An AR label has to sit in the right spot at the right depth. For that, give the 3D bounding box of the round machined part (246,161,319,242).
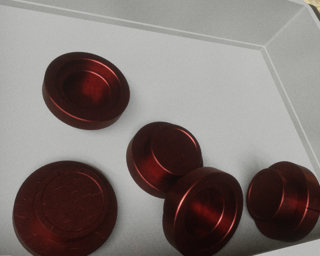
[{"bbox_3d":[0.146,0.088,0.386,0.042,0.097,0.098,19,54,-17],"label":"round machined part"}]

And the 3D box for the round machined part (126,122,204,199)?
[{"bbox_3d":[0.012,0.034,0.382,0.099,0.042,0.098,14,56,-21],"label":"round machined part"}]

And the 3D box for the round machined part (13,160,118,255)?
[{"bbox_3d":[-0.088,0.076,0.301,0.099,0.042,0.098,14,56,-21],"label":"round machined part"}]

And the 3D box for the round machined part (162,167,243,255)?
[{"bbox_3d":[0.043,0.090,0.344,0.099,0.042,0.097,-8,105,-32],"label":"round machined part"}]

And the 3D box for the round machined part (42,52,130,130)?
[{"bbox_3d":[-0.089,-0.040,0.372,0.099,0.042,0.098,14,56,-21],"label":"round machined part"}]
